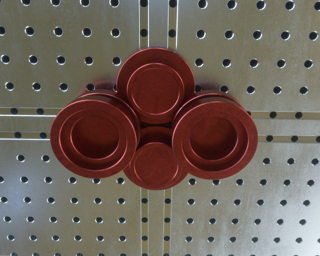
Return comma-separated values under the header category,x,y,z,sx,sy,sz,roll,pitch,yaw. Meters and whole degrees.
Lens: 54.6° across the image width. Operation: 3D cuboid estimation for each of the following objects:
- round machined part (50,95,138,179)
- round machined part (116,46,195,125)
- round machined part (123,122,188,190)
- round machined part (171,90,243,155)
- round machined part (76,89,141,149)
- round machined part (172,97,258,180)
category,x,y,z,sx,sy,sz,roll,pitch,yaw
round machined part,-0.076,0.008,0.372,0.099,0.042,0.097,0,110,0
round machined part,-0.005,-0.050,0.386,0.099,0.042,0.097,0,110,0
round machined part,-0.005,0.043,0.419,0.099,0.042,0.097,0,110,0
round machined part,0.063,-0.003,0.403,0.099,0.042,0.097,0,110,0
round machined part,-0.073,-0.003,0.402,0.099,0.042,0.097,0,110,0
round machined part,0.063,0.010,0.373,0.099,0.042,0.097,0,110,0
